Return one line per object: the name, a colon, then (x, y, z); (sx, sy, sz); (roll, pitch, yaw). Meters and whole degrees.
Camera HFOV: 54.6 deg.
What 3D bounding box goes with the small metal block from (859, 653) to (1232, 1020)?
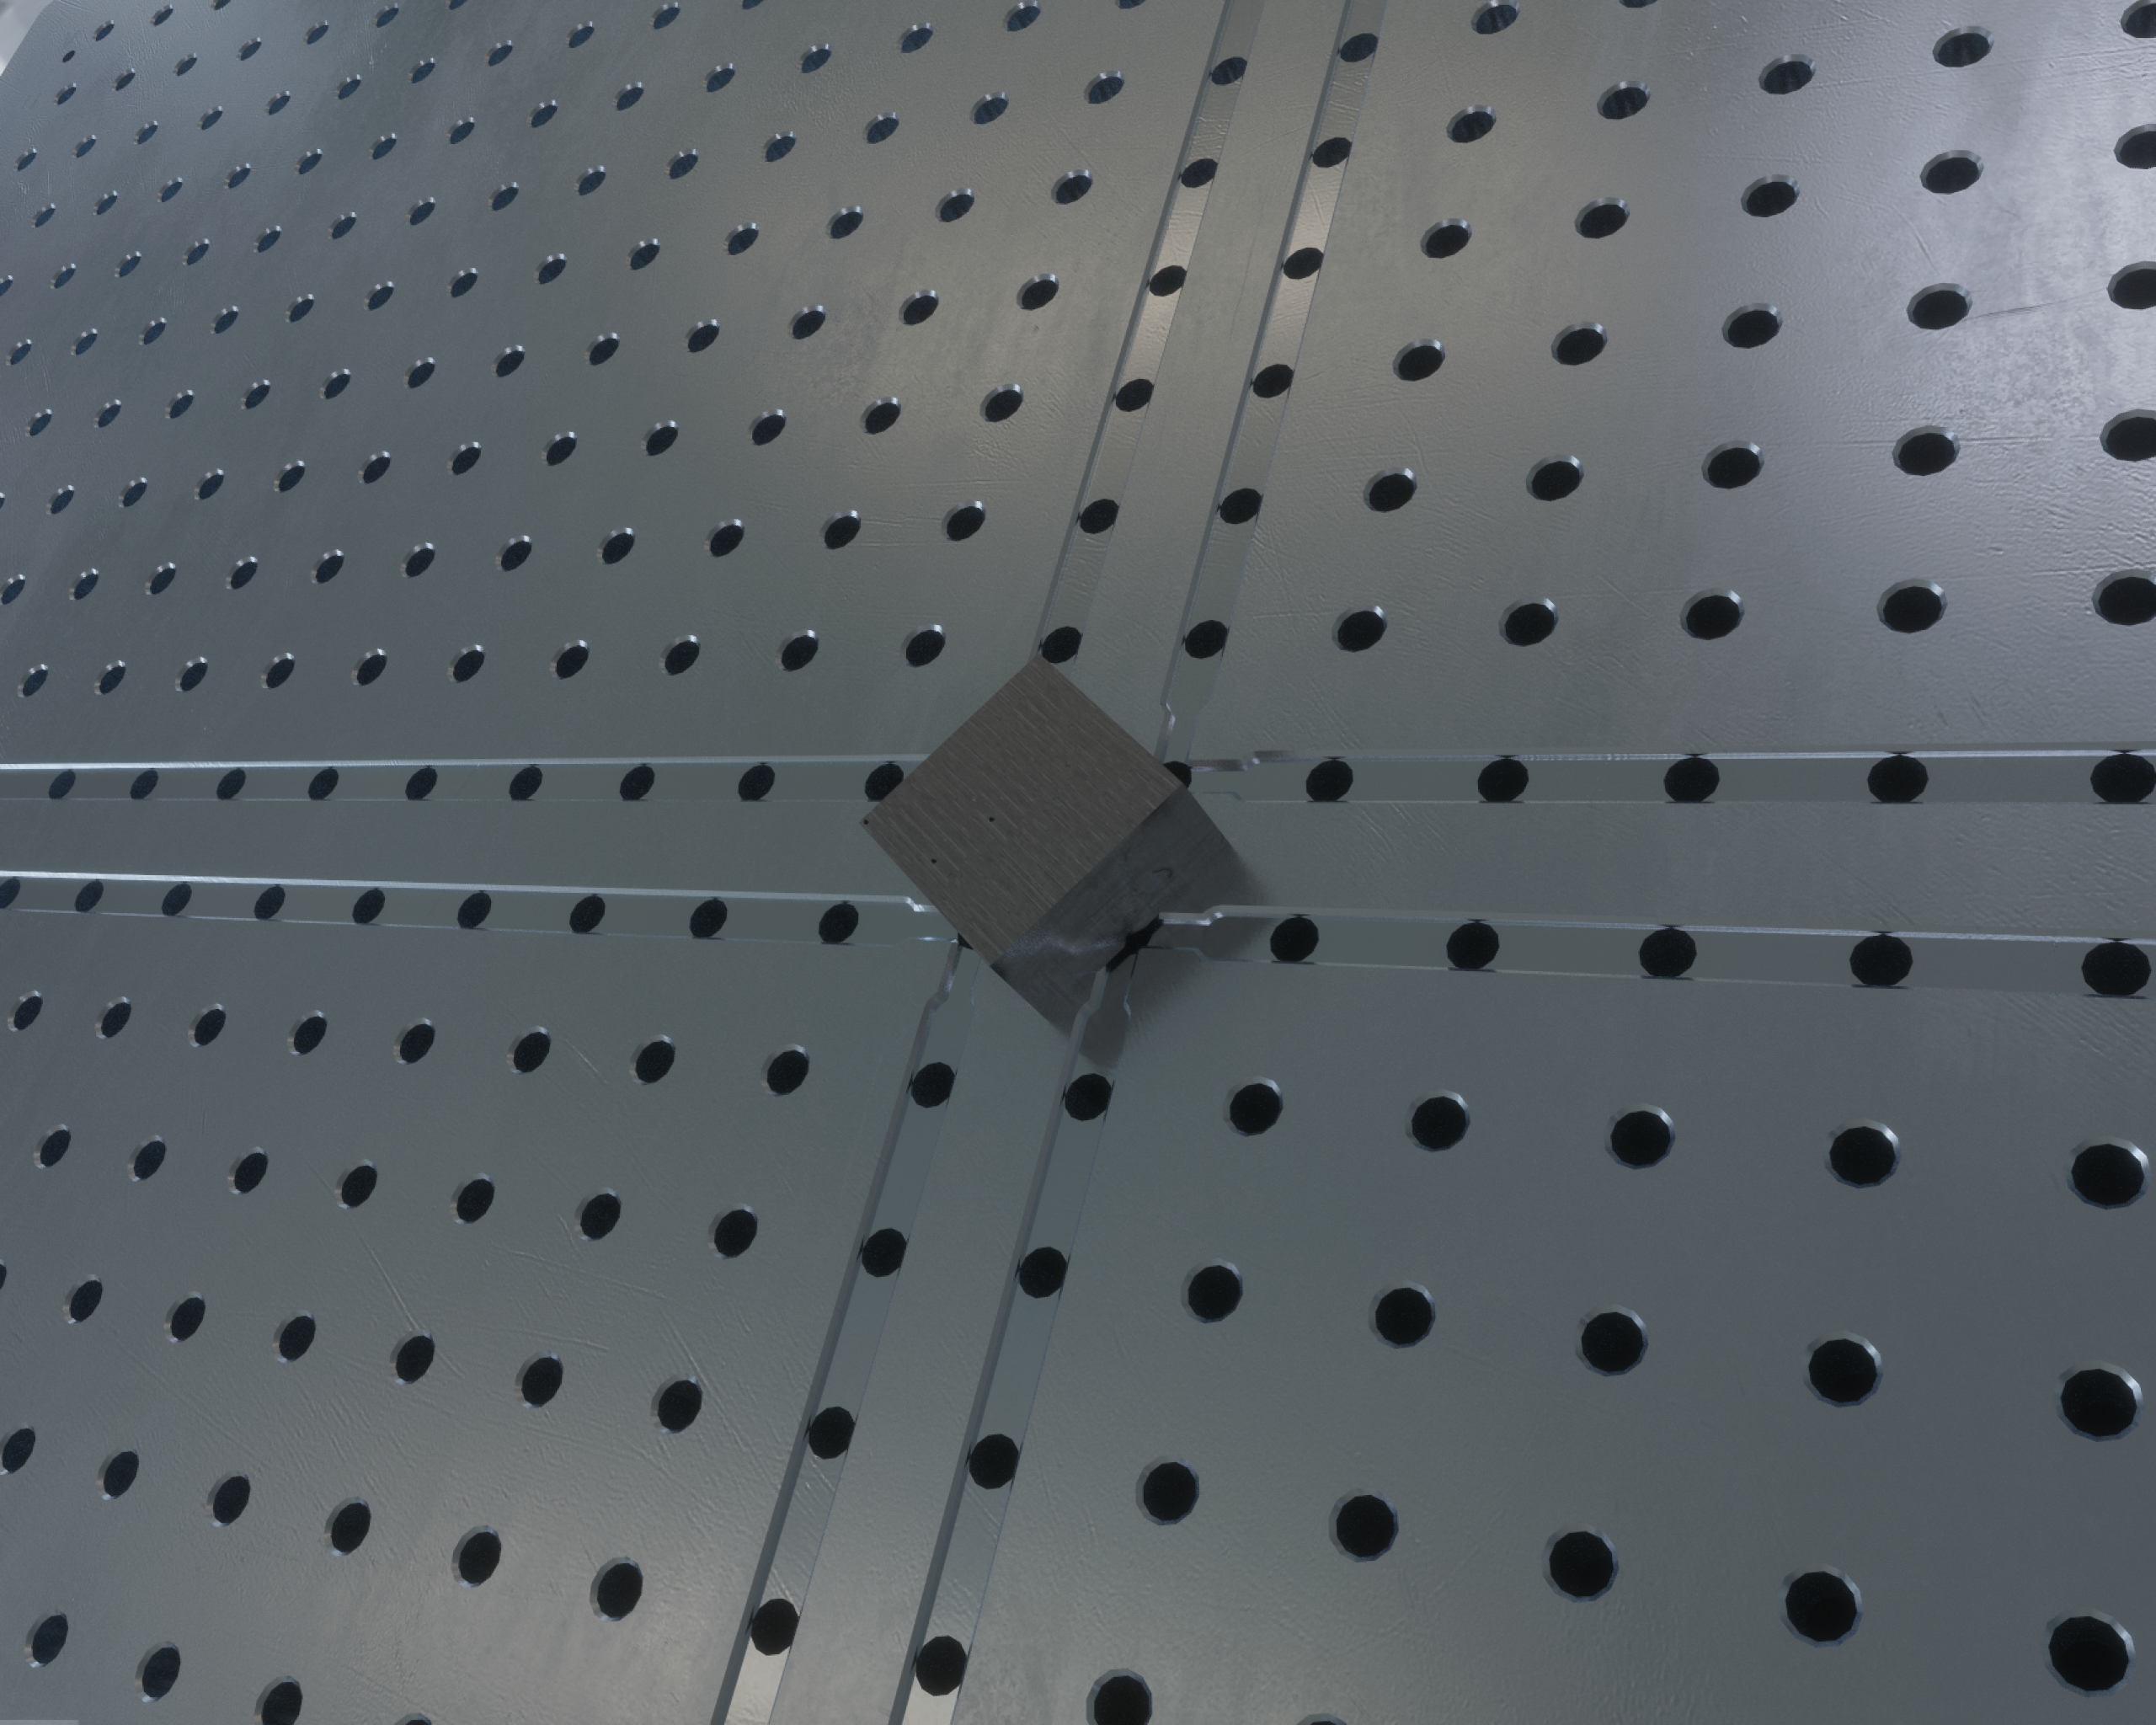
small metal block: (-0.007, -0.006, 0.417); (0.050, 0.025, 0.050); (-44, 51, -2)
